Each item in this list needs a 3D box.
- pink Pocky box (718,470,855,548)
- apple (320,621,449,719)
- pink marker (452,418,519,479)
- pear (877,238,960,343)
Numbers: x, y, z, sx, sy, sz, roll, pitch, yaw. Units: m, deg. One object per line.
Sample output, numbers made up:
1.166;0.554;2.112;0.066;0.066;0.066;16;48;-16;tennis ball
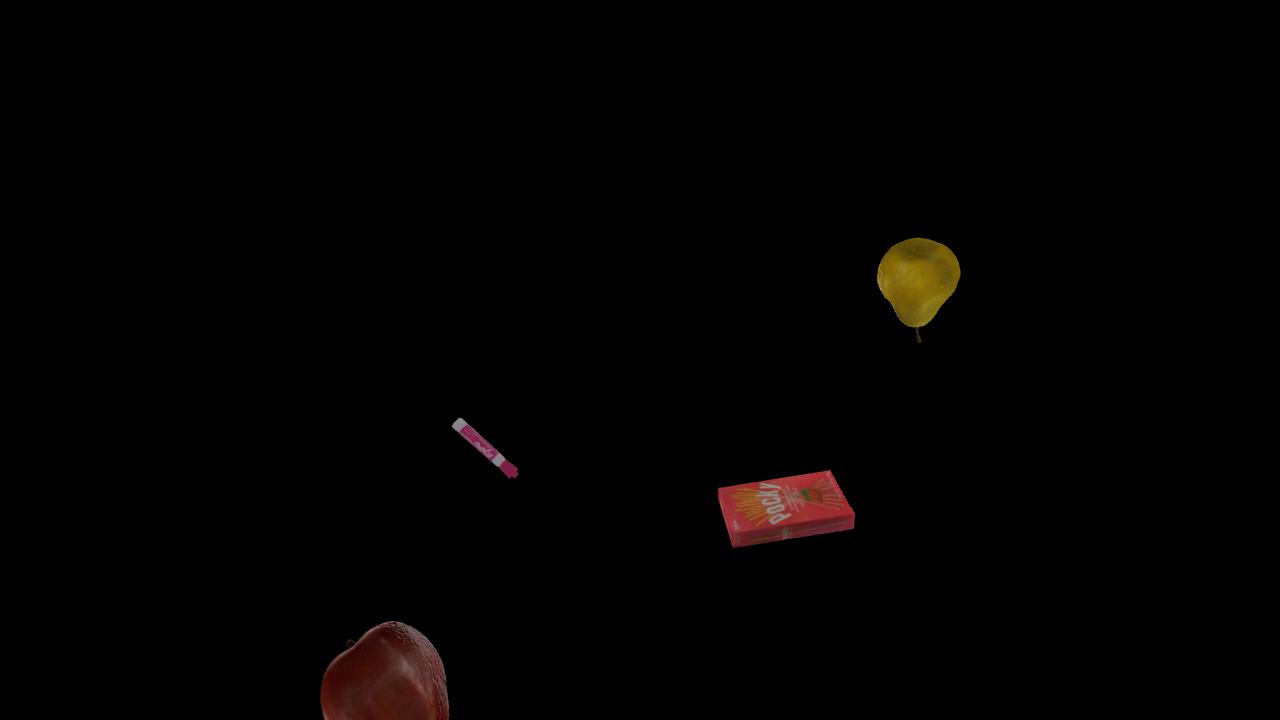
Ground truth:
0.183;0.188;0.784;0.155;0.029;0.084;-9;31;-1;pink Pocky box
-0.174;0.230;0.425;0.093;0.079;0.079;47;17;16;apple
-0.226;0.131;0.905;0.121;0.020;0.020;41;3;4;pink marker
0.295;-0.073;0.660;0.080;0.111;0.080;-5;39;4;pear
